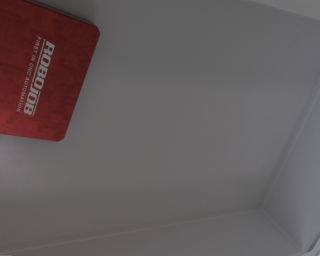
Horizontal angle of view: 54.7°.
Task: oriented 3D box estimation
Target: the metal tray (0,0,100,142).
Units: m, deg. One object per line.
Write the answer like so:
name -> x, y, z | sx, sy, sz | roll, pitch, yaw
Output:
metal tray -> -0.124, -0.054, 0.304 | 0.091, 0.030, 0.129 | 12, 113, -33
